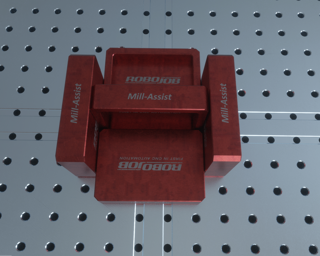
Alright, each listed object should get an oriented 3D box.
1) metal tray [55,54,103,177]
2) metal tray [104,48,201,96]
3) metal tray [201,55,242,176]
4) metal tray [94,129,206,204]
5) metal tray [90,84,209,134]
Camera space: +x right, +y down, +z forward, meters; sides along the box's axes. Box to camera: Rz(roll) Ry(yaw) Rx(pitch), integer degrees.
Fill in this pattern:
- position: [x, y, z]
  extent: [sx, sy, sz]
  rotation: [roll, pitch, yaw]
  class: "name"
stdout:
- position: [-0.092, -0.012, 0.380]
  extent: [0.030, 0.090, 0.130]
  rotation: [1, 70, 0]
  class: "metal tray"
- position: [-0.010, -0.065, 0.433]
  extent: [0.131, 0.030, 0.090]
  rotation: [1, 70, 0]
  class: "metal tray"
- position: [0.070, -0.013, 0.382]
  extent: [0.030, 0.090, 0.130]
  rotation: [1, 70, 0]
  class: "metal tray"
- position: [-0.012, 0.048, 0.390]
  extent: [0.131, 0.030, 0.090]
  rotation: [1, 70, 0]
  class: "metal tray"
- position: [-0.012, -0.020, 0.382]
  extent: [0.131, 0.090, 0.030]
  rotation: [1, 70, 0]
  class: "metal tray"
